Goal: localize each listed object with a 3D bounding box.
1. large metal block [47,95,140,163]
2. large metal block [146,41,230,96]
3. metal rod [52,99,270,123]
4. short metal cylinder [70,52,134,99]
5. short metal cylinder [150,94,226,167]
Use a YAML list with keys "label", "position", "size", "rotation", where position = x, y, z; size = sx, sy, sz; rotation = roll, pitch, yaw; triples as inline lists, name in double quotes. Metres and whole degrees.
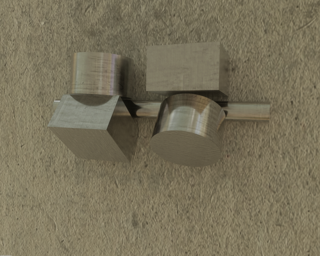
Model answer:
- label: "large metal block"
  position: [-0.082, 0.002, 0.403]
  size: [0.080, 0.080, 0.050]
  rotation: [3, 57, 19]
- label: "large metal block"
  position: [0.037, -0.065, 0.367]
  size: [0.080, 0.080, 0.050]
  rotation: [2, 91, 20]
- label: "metal rod"
  position: [-0.012, -0.025, 0.416]
  size: [0.301, 0.025, 0.025]
  rotation: [3, 91, 19]
- label: "short metal cylinder"
  position: [-0.076, -0.066, 0.407]
  size: [0.080, 0.080, 0.050]
  rotation: [4, 92, 20]
- label: "short metal cylinder"
  position: [0.033, 0.005, 0.363]
  size: [0.080, 0.080, 0.050]
  rotation: [2, 56, 20]
